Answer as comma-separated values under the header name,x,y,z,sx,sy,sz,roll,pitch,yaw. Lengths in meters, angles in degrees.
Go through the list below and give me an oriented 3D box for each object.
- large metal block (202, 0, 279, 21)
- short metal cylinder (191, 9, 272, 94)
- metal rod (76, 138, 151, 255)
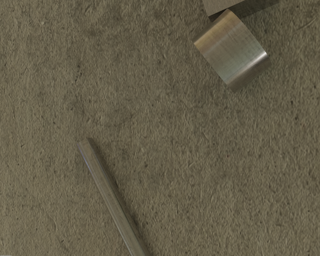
name,x,y,z,sx,sy,sz,roll,pitch,yaw
large metal block,0.087,-0.176,0.365,0.080,0.050,0.080,-19,84,19
short metal cylinder,0.080,-0.086,0.351,0.050,0.080,0.080,-39,78,16
metal rod,-0.038,0.149,0.422,0.025,0.025,0.299,-32,80,17
